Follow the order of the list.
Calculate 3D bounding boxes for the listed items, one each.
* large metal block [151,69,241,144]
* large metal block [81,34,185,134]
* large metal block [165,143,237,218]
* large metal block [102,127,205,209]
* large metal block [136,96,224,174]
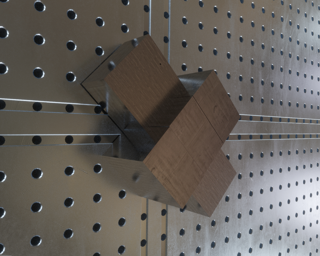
[{"bbox_3d":[0.047,-0.026,0.416,0.050,0.080,0.080,-52,121,-27],"label":"large metal block"},{"bbox_3d":[-0.029,-0.050,0.367,0.080,0.050,0.080,-52,121,-26],"label":"large metal block"},{"bbox_3d":[0.054,0.065,0.441,0.080,0.050,0.080,-51,120,-27],"label":"large metal block"},{"bbox_3d":[-0.008,0.044,0.369,0.050,0.080,0.080,-52,121,-27],"label":"large metal block"},{"bbox_3d":[0.019,0.009,0.392,0.050,0.080,0.080,-52,121,-27],"label":"large metal block"}]
